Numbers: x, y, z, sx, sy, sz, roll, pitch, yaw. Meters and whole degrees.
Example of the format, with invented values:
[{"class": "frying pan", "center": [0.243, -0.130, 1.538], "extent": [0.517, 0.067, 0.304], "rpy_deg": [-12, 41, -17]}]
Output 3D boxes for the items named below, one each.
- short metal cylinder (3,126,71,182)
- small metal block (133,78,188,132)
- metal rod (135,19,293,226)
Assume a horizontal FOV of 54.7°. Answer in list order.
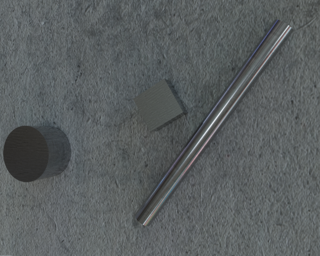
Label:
[{"class": "short metal cylinder", "center": [-0.181, 0.036, 0.460], "extent": [0.080, 0.050, 0.079], "rpy_deg": [0, 90, 20]}, {"class": "small metal block", "center": [0.001, -0.029, 0.409], "extent": [0.050, 0.025, 0.050], "rpy_deg": [-31, 80, 17]}, {"class": "metal rod", "center": [0.060, 0.002, 0.387], "extent": [0.025, 0.025, 0.299], "rpy_deg": [38, 102, 16]}]
